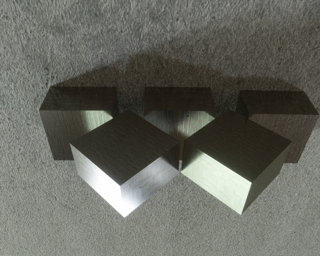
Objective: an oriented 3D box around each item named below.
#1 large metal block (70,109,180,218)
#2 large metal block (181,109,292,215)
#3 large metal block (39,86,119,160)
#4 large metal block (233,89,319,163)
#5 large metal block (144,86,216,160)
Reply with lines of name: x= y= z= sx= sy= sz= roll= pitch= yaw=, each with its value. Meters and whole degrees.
large metal block: x=-0.036 y=0.034 z=0.335 sx=0.081 sy=0.080 sz=0.050 roll=-34 pitch=141 yaw=-33
large metal block: x=0.081 y=0.033 z=0.339 sx=0.080 sy=0.081 sz=0.050 roll=33 pitch=138 yaw=32
large metal block: x=-0.094 y=-0.005 z=0.387 sx=0.081 sy=0.050 sz=0.079 roll=0 pitch=130 yaw=-1
large metal block: x=0.139 y=-0.001 z=0.394 sx=0.081 sy=0.050 sz=0.079 roll=1 pitch=130 yaw=-2
large metal block: x=0.022 y=-0.005 z=0.389 sx=0.081 sy=0.050 sz=0.079 roll=1 pitch=130 yaw=-1
